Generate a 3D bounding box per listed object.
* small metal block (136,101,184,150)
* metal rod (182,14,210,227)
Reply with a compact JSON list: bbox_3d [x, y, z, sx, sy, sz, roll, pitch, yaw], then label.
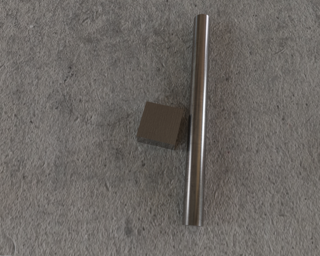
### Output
[{"bbox_3d":[0.000,-0.003,0.409,0.050,0.025,0.050,13,70,4],"label":"small metal block"},{"bbox_3d":[0.051,-0.024,0.417,0.025,0.025,0.299,5,70,1],"label":"metal rod"}]
